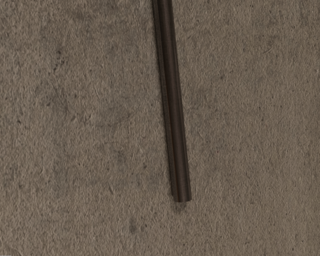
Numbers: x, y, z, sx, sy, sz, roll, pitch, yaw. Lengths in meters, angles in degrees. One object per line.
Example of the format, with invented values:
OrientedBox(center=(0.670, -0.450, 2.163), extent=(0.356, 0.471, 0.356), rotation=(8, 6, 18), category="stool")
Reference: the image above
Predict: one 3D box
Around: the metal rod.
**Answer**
OrientedBox(center=(0.016, -0.051, 0.415), extent=(0.025, 0.025, 0.298), rotation=(-7, 92, -20), category="metal rod")
